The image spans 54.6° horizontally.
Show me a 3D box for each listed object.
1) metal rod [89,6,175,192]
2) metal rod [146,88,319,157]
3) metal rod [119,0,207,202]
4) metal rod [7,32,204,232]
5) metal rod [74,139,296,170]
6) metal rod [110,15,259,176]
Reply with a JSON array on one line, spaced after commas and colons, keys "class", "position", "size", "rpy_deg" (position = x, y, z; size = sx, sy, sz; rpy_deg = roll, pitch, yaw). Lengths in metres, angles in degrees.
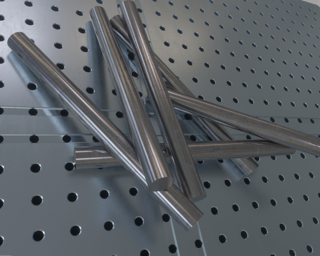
[{"class": "metal rod", "position": [-0.046, -0.059, 0.375], "size": [0.025, 0.025, 0.300], "rpy_deg": [0, 48, -28]}, {"class": "metal rod", "position": [0.128, -0.003, 0.421], "size": [0.301, 0.025, 0.025], "rpy_deg": [18, 53, 3]}, {"class": "metal rod", "position": [-0.005, -0.052, 0.393], "size": [0.025, 0.025, 0.299], "rpy_deg": [-3, 60, -29]}, {"class": "metal rod", "position": [-0.070, -0.007, 0.343], "size": [0.300, 0.025, 0.025], "rpy_deg": [44, 50, 14]}, {"class": "metal rod", "position": [0.048, 0.030, 0.393], "size": [0.302, 0.025, 0.025], "rpy_deg": [-1, 62, -21]}, {"class": "metal rod", "position": [0.031, -0.051, 0.454], "size": [0.300, 0.025, 0.025], "rpy_deg": [48, 51, 5]}]
